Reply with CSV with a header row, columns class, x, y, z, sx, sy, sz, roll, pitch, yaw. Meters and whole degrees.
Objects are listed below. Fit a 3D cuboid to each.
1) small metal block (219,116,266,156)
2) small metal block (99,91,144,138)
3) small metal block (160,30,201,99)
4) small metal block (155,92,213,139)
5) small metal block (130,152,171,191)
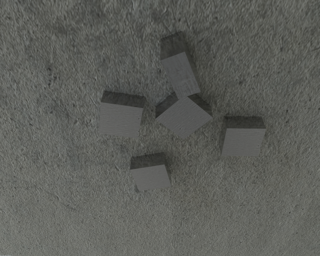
class,x,y,z,sx,sy,sz,roll,pitch,yaw
small metal block,0.109,0.012,0.418,0.050,0.025,0.050,1,130,-1
small metal block,-0.049,-0.016,0.393,0.050,0.025,0.050,8,130,-7
small metal block,0.022,-0.068,0.333,0.025,0.050,0.050,-18,128,14
small metal block,0.030,-0.020,0.390,0.050,0.025,0.050,36,121,-27
small metal block,-0.013,0.066,0.463,0.050,0.025,0.050,-10,130,8
